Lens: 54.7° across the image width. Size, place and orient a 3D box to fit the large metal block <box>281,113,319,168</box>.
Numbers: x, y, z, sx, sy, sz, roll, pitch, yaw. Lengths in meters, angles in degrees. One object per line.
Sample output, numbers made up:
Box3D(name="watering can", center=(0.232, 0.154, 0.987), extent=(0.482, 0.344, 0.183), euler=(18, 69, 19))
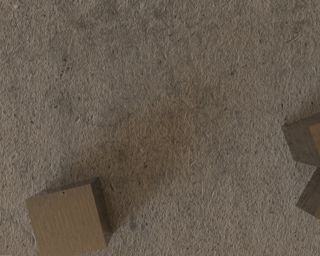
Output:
Box3D(name="large metal block", center=(0.212, 0.008, 0.384), extent=(0.080, 0.080, 0.050), euler=(-21, 90, 0))

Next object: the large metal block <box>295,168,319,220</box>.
Box3D(name="large metal block", center=(0.240, 0.091, 0.399), extent=(0.080, 0.050, 0.080), euler=(29, 90, 0))

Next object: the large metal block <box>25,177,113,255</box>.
Box3D(name="large metal block", center=(-0.113, 0.115, 0.397), extent=(0.080, 0.050, 0.080), euler=(-14, 90, 0))
